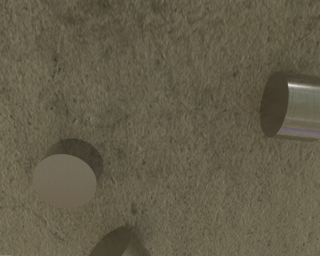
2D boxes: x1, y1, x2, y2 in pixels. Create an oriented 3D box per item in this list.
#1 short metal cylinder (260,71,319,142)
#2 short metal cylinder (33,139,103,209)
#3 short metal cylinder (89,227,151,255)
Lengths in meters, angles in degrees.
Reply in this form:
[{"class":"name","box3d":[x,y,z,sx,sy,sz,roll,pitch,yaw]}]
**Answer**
[{"class":"short metal cylinder","box3d":[0.161,-0.025,0.374,0.050,0.080,0.079,7,110,-3]},{"class":"short metal cylinder","box3d":[-0.121,0.061,0.417,0.081,0.050,0.079,0,110,-1]},{"class":"short metal cylinder","box3d":[-0.060,0.194,0.451,0.080,0.080,0.050,-33,107,11]}]
